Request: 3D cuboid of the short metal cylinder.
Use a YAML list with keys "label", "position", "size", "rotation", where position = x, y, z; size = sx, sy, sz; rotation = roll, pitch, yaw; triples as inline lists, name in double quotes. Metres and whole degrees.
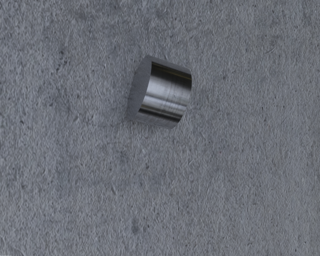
- label: "short metal cylinder"
  position: [-0.003, -0.043, 0.378]
  size: [0.050, 0.080, 0.080]
  rotation: [15, 85, -20]
